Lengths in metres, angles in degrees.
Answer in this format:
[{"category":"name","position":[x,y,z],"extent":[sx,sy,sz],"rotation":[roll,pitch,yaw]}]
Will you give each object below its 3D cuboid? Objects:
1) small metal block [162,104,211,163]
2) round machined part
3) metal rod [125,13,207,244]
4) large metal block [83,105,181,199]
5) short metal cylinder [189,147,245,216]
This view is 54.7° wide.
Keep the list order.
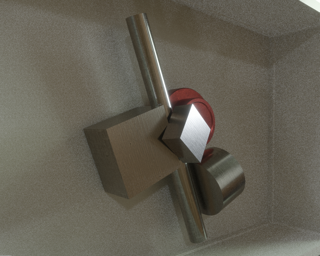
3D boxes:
[{"category":"small metal block","position":[0.033,0.007,0.372],"extent":[0.050,0.025,0.050],"rotation":[50,49,-37]},{"category":"round machined part","position":[0.038,-0.007,0.427],"extent":[0.099,0.042,0.097],"rotation":[0,90,-40]},{"category":"metal rod","position":[0.013,0.011,0.390],"extent":[0.025,0.025,0.298],"rotation":[-26,107,-37]},{"category":"large metal block","position":[-0.030,0.024,0.361],"extent":[0.081,0.050,0.080],"rotation":[-26,107,-37]},{"category":"short metal cylinder","position":[0.069,0.073,0.430],"extent":[0.050,0.080,0.080],"rotation":[-26,107,-37]}]
